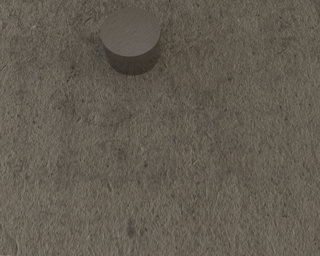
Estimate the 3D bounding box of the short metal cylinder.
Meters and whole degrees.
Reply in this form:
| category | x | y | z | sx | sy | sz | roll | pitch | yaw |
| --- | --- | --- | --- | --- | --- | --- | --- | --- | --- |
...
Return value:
| category | x | y | z | sx | sy | sz | roll | pitch | yaw |
| --- | --- | --- | --- | --- | --- | --- | --- | --- | --- |
| short metal cylinder | -0.040 | -0.122 | 0.439 | 0.080 | 0.050 | 0.080 | 0 | 70 | 0 |
